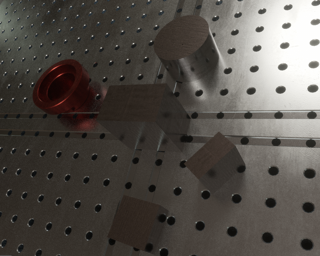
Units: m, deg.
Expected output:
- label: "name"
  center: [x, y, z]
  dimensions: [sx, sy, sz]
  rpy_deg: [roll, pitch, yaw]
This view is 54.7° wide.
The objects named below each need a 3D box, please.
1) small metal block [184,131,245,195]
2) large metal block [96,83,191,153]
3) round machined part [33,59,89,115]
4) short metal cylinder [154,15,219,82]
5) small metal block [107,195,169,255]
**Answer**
- label: "small metal block"
  center: [0.061, 0.039, 0.336]
  dimensions: [0.050, 0.050, 0.025]
  rpy_deg: [-43, 51, -1]
- label: "large metal block"
  center: [-0.017, -0.011, 0.387]
  dimensions: [0.080, 0.080, 0.050]
  rpy_deg: [2, 63, 29]
- label: "round machined part"
  center: [-0.159, -0.063, 0.517]
  dimensions: [0.098, 0.042, 0.098]
  rpy_deg: [-13, 56, 20]
- label: "short metal cylinder"
  center: [0.038, -0.112, 0.440]
  dimensions: [0.080, 0.050, 0.080]
  rpy_deg: [-13, 56, 20]
- label: "small metal block"
  center: [-0.025, 0.109, 0.353]
  dimensions: [0.050, 0.025, 0.050]
  rpy_deg: [8, 65, 31]
